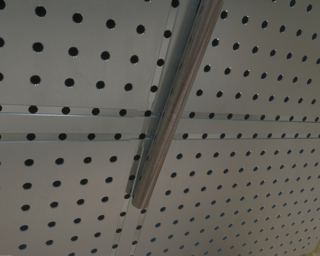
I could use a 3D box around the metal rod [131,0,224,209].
[{"bbox_3d":[0.015,-0.018,0.407,0.025,0.025,0.298,5,116,-31],"label":"metal rod"}]
